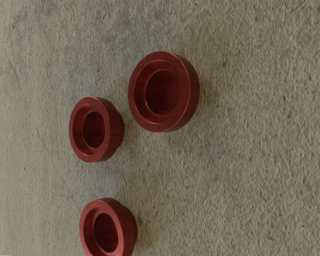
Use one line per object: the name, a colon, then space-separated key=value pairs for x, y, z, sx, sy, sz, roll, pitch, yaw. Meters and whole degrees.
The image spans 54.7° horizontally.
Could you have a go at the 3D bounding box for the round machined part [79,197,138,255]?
round machined part: x=-0.071 y=0.150 z=0.453 sx=0.098 sy=0.042 sz=0.097 roll=0 pitch=90 yaw=40

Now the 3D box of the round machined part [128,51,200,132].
round machined part: x=0.009 y=-0.043 z=0.387 sx=0.098 sy=0.042 sz=0.097 roll=0 pitch=90 yaw=40

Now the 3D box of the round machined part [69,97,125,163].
round machined part: x=-0.092 y=0.002 z=0.470 sx=0.098 sy=0.042 sz=0.097 roll=0 pitch=90 yaw=40
